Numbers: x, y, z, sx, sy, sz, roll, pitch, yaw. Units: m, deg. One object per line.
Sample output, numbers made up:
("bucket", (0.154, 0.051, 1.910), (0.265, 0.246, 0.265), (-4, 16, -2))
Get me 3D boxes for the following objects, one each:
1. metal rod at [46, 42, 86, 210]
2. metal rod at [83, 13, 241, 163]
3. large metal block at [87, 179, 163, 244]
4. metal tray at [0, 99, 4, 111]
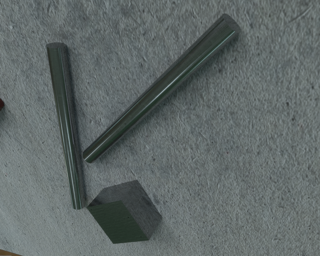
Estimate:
("metal rod", (-0.143, 0.016, 0.489), (0.025, 0.025, 0.298), (15, 125, 19))
("metal rod", (-0.020, -0.029, 0.397), (0.025, 0.025, 0.299), (47, 129, -5))
("large metal block", (-0.057, 0.138, 0.504), (0.080, 0.050, 0.080), (-21, 108, 35))
("metal tray", (-0.344, -0.040, 0.555), (0.130, 0.030, 0.090), (-34, 100, 38))
